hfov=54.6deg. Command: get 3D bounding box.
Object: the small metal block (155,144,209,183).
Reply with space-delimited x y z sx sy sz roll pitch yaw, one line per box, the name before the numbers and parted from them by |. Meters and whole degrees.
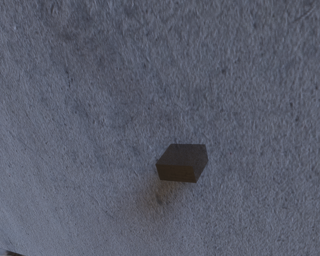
small metal block | 0.030 0.044 0.403 0.050 0.050 0.025 0 118 28
